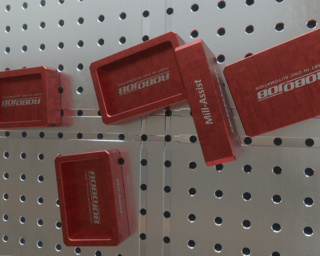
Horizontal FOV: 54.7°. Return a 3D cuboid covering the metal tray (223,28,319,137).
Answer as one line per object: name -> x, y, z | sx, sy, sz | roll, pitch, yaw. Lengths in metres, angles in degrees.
metal tray -> 0.150, -0.051, 0.357 | 0.130, 0.030, 0.090 | -20, 83, 18

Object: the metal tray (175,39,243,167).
metal tray -> 0.059, -0.027, 0.356 | 0.030, 0.090, 0.129 | -17, 85, 19

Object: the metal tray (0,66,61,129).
metal tray -> -0.220, -0.044, 0.485 | 0.130, 0.030, 0.089 | -3, 89, 19

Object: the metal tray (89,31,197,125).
metal tray -> -0.024, -0.063, 0.417 | 0.130, 0.030, 0.090 | -16, 85, 18

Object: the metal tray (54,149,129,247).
metal tray -> -0.098, 0.099, 0.443 | 0.090, 0.030, 0.129 | -8, 87, 19
